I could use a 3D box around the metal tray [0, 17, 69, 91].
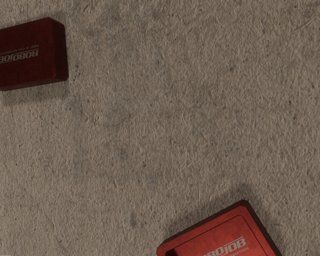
[{"bbox_3d":[-0.208,-0.110,0.478,0.130,0.030,0.089,-6,88,19],"label":"metal tray"}]

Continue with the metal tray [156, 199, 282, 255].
[{"bbox_3d":[0.072,0.158,0.380,0.130,0.030,0.090,-33,80,16],"label":"metal tray"}]
